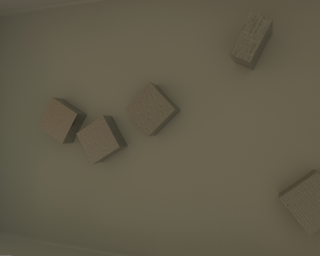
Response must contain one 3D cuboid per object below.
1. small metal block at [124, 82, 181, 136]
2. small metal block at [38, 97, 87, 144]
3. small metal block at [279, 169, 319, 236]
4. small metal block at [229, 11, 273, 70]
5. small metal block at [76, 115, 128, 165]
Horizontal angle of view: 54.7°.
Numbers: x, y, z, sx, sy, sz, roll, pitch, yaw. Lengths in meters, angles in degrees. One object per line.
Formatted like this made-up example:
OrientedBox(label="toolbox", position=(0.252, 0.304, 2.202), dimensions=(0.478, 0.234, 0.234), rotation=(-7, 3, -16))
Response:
OrientedBox(label="small metal block", position=(-0.010, -0.024, 0.414), dimensions=(0.050, 0.025, 0.050), rotation=(-45, 76, 14))
OrientedBox(label="small metal block", position=(-0.145, -0.011, 0.462), dimensions=(0.050, 0.025, 0.050), rotation=(32, 100, 17))
OrientedBox(label="small metal block", position=(0.172, 0.083, 0.350), dimensions=(0.050, 0.025, 0.050), rotation=(-41, 77, 15))
OrientedBox(label="small metal block", position=(0.107, -0.099, 0.359), dimensions=(0.025, 0.050, 0.050), rotation=(29, 100, 18))
OrientedBox(label="small metal block", position=(-0.082, 0.017, 0.440), dimensions=(0.050, 0.025, 0.050), rotation=(-32, 80, 17))
